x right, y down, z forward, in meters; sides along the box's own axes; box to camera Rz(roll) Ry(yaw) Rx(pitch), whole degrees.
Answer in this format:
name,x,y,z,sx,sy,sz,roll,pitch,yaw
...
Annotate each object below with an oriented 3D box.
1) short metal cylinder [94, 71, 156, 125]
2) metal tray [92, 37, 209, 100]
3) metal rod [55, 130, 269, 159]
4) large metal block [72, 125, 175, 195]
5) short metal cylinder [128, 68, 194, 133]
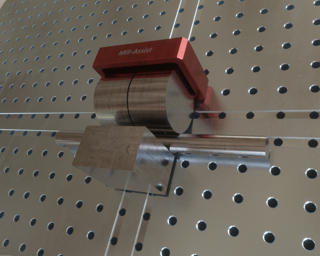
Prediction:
name,x,y,z,sx,sy,sz,roll,pitch,yaw
short metal cylinder,-0.042,-0.034,0.412,0.050,0.080,0.080,1,62,28
metal tray,-0.012,-0.072,0.412,0.130,0.090,0.030,1,63,29
metal rod,-0.018,0.018,0.401,0.300,0.025,0.025,1,62,28
large metal block,-0.040,0.038,0.365,0.080,0.080,0.050,1,62,28
short metal cylinder,0.004,-0.034,0.388,0.050,0.080,0.080,2,63,29
